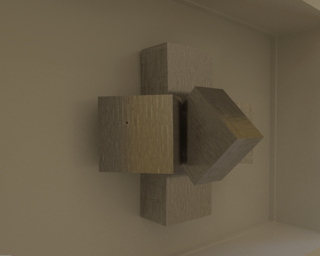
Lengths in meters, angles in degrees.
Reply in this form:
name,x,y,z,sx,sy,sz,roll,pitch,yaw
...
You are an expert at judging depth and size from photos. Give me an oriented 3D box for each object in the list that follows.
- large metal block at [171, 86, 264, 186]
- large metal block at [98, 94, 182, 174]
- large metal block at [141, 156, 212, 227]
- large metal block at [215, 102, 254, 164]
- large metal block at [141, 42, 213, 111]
name,x,y,z,sx,sy,sz,roll,pitch,yaw
large metal block,0.058,0.009,0.366,0.050,0.080,0.080,-1,47,-41
large metal block,-0.020,0.006,0.342,0.050,0.080,0.079,-6,96,-76
large metal block,0.022,0.076,0.408,0.081,0.050,0.080,1,90,-40
large metal block,0.095,0.006,0.439,0.050,0.080,0.080,1,90,-1
large metal block,0.024,-0.062,0.405,0.081,0.050,0.079,-2,92,-40
